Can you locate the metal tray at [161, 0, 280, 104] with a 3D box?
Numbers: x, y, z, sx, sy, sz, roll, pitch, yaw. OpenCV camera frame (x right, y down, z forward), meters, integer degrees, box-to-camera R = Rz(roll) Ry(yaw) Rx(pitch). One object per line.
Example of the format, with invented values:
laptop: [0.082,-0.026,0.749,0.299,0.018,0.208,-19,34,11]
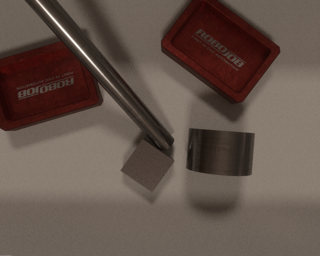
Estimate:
metal tray: [0.078,-0.104,0.409,0.130,0.030,0.090,37,90,-1]

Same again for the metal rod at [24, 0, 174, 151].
metal rod: [-0.080,-0.082,0.351,0.025,0.025,0.300,-41,115,0]

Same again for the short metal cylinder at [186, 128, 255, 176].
short metal cylinder: [0.074,0.028,0.385,0.081,0.080,0.050,4,90,-1]

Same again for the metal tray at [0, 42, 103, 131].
metal tray: [-0.151,-0.056,0.406,0.131,0.030,0.090,-17,90,-1]

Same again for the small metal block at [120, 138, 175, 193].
small metal block: [-0.016,0.049,0.411,0.050,0.025,0.050,35,90,-1]
